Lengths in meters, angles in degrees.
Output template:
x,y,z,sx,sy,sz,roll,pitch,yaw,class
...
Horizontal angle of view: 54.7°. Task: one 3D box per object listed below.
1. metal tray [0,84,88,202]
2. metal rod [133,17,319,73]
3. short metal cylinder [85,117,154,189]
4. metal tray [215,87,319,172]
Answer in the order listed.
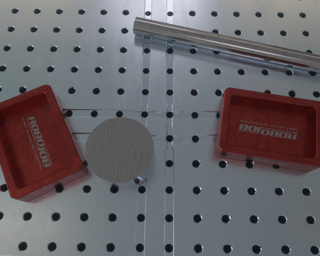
x,y,z,sx,sy,sz,roll,pitch,yaw,class
-0.161,0.017,0.401,0.091,0.030,0.130,-25,72,-9,metal tray
0.109,-0.121,0.456,0.302,0.025,0.025,13,71,4,metal rod
-0.047,0.033,0.386,0.081,0.050,0.080,0,70,0,short metal cylinder
0.144,0.001,0.409,0.131,0.030,0.090,9,70,3,metal tray
